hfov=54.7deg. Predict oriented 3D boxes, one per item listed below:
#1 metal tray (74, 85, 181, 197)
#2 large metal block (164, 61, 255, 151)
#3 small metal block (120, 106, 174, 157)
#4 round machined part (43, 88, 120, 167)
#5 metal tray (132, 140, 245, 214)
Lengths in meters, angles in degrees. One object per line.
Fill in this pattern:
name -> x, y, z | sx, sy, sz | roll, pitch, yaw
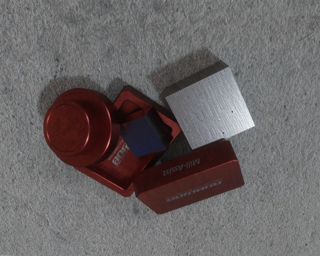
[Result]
metal tray -> -0.044, 0.020, 0.414 | 0.090, 0.030, 0.129 | 33, 107, -12
large metal block -> 0.060, -0.028, 0.388 | 0.080, 0.050, 0.080 | -25, 108, 9
small metal block -> -0.020, 0.006, 0.388 | 0.050, 0.025, 0.050 | -17, 114, 36
round machined part -> -0.102, 0.000, 0.378 | 0.098, 0.042, 0.097 | 1, 91, 24
metal tray -> 0.040, 0.069, 0.410 | 0.130, 0.030, 0.090 | -21, 145, 8
